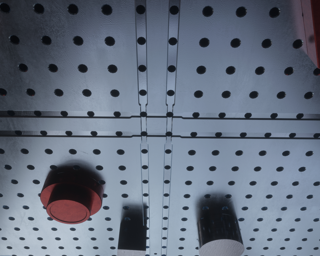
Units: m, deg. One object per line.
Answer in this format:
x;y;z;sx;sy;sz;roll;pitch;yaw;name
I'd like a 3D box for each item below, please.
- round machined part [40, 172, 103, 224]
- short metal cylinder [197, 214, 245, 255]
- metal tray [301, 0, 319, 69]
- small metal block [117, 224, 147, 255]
-0.144;0.119;0.500;0.099;0.042;0.097;0;130;0;round machined part
0.109;0.202;0.568;0.081;0.050;0.079;-1;130;0;short metal cylinder
0.216;-0.121;0.307;0.130;0.030;0.090;-18;128;14;metal tray
-0.051;0.208;0.572;0.050;0.050;0.025;5;130;-5;small metal block
